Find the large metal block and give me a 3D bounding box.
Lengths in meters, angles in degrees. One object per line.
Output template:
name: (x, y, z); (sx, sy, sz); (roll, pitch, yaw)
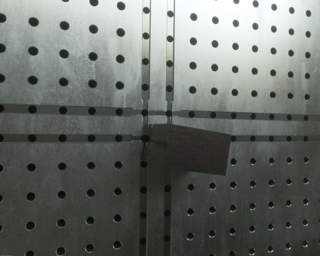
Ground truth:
large metal block: (0.031, 0.026, 0.395); (0.081, 0.080, 0.050); (10, 87, -20)
